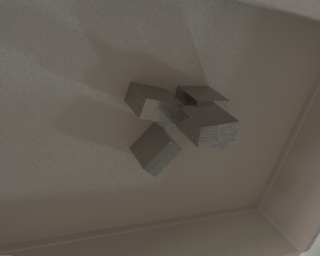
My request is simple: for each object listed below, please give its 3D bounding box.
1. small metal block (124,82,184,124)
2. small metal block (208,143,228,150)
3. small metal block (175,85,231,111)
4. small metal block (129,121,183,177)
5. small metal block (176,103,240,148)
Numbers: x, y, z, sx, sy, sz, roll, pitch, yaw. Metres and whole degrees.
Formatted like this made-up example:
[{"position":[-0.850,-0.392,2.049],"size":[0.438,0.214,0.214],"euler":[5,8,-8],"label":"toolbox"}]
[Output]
[{"position":[-0.008,-0.031,0.371],"size":[0.050,0.050,0.025],"euler":[7,115,-32],"label":"small metal block"},{"position":[0.063,0.003,0.431],"size":[0.050,0.050,0.025],"euler":[12,112,-34],"label":"small metal block"},{"position":[0.053,-0.034,0.403],"size":[0.050,0.050,0.025],"euler":[-3,120,-28],"label":"small metal block"},{"position":[-0.006,0.027,0.408],"size":[0.050,0.050,0.025],"euler":[-47,130,4],"label":"small metal block"},{"position":[0.053,-0.005,0.355],"size":[0.050,0.050,0.025],"euler":[-9,122,-25],"label":"small metal block"}]
